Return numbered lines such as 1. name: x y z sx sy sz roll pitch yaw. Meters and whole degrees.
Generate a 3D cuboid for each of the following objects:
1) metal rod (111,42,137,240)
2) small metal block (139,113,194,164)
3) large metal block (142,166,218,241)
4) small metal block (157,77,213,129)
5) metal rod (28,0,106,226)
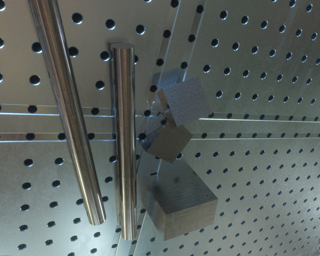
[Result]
1. metal rod: -0.044 0.039 0.410 0.025 0.025 0.298 -12 124 -22
2. small metal block: 0.009 0.015 0.425 0.050 0.025 0.050 28 103 -38
3. large metal block: 0.026 0.107 0.456 0.081 0.080 0.050 -11 123 -23
4. small metal block: 0.031 -0.031 0.392 0.050 0.025 0.050 -20 88 -17
5. metal rod: -0.098 0.005 0.360 0.025 0.025 0.298 -17 125 -19
